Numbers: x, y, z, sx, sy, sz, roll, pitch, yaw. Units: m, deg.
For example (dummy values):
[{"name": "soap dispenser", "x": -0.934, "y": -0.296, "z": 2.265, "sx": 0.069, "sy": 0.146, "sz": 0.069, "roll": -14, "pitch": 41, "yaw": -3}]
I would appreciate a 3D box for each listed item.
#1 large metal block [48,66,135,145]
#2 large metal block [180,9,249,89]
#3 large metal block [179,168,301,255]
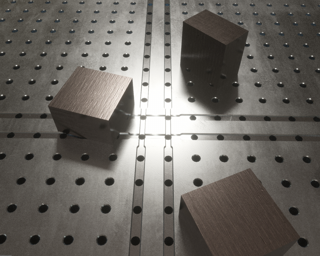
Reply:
[{"name": "large metal block", "x": -0.087, "y": -0.031, "z": 0.417, "sx": 0.080, "sy": 0.050, "sz": 0.080, "roll": 14, "pitch": 51, "yaw": 11}, {"name": "large metal block", "x": 0.079, "y": -0.121, "z": 0.475, "sx": 0.050, "sy": 0.080, "sz": 0.080, "roll": -36, "pitch": 59, "yaw": -26}, {"name": "large metal block", "x": 0.073, "y": 0.098, "z": 0.310, "sx": 0.081, "sy": 0.050, "sz": 0.080, "roll": -18, "pitch": 53, "yaw": -15}]
